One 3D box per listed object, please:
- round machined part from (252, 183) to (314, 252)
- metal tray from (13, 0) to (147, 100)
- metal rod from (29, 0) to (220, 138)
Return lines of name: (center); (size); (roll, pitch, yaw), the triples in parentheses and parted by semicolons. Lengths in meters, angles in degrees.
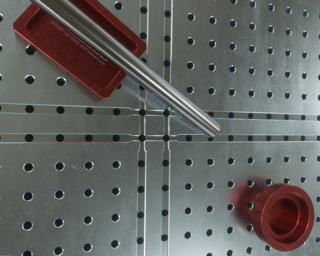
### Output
round machined part: (0.182, 0.133, 0.473); (0.099, 0.042, 0.097); (0, 90, -21)
metal tray: (-0.093, -0.106, 0.375); (0.130, 0.030, 0.090); (39, 77, -16)
metal rod: (-0.031, -0.072, 0.369); (0.301, 0.025, 0.025); (35, 78, -30)
